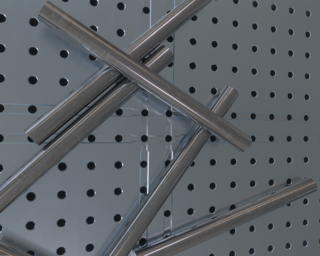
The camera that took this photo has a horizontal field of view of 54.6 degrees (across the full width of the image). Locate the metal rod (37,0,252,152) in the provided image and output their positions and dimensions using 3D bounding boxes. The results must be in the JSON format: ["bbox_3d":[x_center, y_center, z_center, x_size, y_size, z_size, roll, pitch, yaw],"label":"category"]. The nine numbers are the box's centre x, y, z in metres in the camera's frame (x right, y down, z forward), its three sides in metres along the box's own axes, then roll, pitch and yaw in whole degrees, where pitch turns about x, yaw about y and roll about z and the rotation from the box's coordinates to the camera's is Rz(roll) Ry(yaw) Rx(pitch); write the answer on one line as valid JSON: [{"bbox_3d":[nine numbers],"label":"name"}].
[{"bbox_3d":[-0.005,-0.053,0.382,0.301,0.025,0.025,32,80,-17],"label":"metal rod"}]

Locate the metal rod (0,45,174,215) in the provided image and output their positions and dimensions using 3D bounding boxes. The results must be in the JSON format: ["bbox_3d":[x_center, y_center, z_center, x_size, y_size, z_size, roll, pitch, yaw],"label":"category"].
[{"bbox_3d":[-0.095,0.000,0.377,0.301,0.025,0.025,-44,104,-15],"label":"metal rod"}]

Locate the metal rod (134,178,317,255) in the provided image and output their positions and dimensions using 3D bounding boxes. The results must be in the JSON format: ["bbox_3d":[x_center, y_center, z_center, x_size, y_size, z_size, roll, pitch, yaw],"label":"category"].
[{"bbox_3d":[0.107,0.132,0.451,0.302,0.025,0.025,-16,96,-19],"label":"metal rod"}]

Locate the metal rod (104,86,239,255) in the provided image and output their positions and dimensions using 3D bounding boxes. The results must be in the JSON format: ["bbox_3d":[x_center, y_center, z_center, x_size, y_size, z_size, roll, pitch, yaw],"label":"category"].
[{"bbox_3d":[0.016,0.064,0.418,0.025,0.025,0.300,40,77,-16],"label":"metal rod"}]

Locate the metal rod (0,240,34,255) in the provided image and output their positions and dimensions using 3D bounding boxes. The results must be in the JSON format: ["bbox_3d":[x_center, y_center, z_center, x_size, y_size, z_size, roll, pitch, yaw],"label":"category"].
[{"bbox_3d":[-0.066,0.220,0.388,0.301,0.025,0.025,35,79,-17],"label":"metal rod"}]

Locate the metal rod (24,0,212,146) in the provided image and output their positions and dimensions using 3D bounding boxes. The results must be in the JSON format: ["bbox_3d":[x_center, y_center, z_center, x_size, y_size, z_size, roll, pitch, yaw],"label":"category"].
[{"bbox_3d":[-0.042,-0.088,0.396,0.301,0.025,0.025,-43,104,-15],"label":"metal rod"}]
